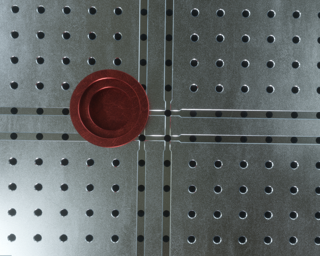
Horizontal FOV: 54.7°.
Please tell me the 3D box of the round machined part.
[{"bbox_3d":[-0.063,-0.024,0.404,0.099,0.042,0.097,0,90,-1],"label":"round machined part"}]
